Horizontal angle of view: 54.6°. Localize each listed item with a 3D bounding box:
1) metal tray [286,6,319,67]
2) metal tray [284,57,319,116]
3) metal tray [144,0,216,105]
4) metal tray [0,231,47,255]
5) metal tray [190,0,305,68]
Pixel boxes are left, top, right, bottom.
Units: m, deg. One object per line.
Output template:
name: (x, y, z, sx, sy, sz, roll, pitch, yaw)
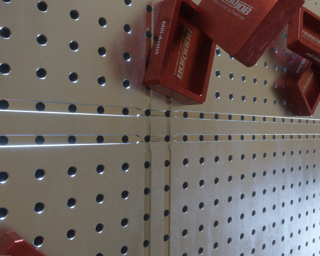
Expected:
metal tray: (0.324, -0.184, 0.644, 0.131, 0.030, 0.090, 19, 70, -22)
metal tray: (0.321, -0.099, 0.671, 0.130, 0.030, 0.090, -52, 121, -27)
metal tray: (0.034, -0.106, 0.432, 0.091, 0.030, 0.130, 20, 77, -38)
metal tray: (-0.148, 0.175, 0.282, 0.130, 0.030, 0.090, -52, 120, -27)
metal tray: (0.096, -0.141, 0.373, 0.030, 0.130, 0.090, 22, 115, -34)
